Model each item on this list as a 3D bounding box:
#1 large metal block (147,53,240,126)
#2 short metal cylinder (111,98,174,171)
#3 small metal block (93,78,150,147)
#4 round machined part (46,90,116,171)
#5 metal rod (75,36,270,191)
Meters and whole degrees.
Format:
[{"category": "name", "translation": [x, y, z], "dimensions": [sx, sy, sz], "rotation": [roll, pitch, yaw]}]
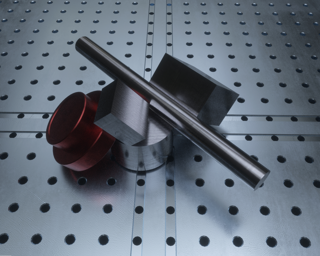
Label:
[{"category": "large metal block", "translation": [0.044, -0.047, 0.399], "dimensions": [0.080, 0.050, 0.080], "rotation": [39, 17, 27]}, {"category": "short metal cylinder", "translation": [-0.023, 0.005, 0.381], "dimensions": [0.081, 0.050, 0.080], "rotation": [0, 50, 0]}, {"category": "small metal block", "translation": [-0.039, -0.016, 0.332], "dimensions": [0.025, 0.050, 0.050], "rotation": [-27, 42, 32]}, {"category": "round machined part", "translation": [-0.094, -0.003, 0.360], "dimensions": [0.098, 0.042, 0.098], "rotation": [-24, 48, 30]}, {"category": "metal rod", "translation": [-0.005, -0.033, 0.366], "dimensions": [0.025, 0.025, 0.300], "rotation": [-36, 59, -26]}]
